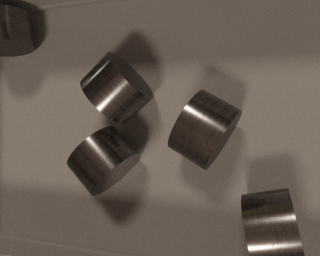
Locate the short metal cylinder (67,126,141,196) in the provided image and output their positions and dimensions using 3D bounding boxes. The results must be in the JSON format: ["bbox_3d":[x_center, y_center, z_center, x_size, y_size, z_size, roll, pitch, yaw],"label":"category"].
[{"bbox_3d":[-0.072,0.043,0.406,0.080,0.080,0.050,-46,76,14],"label":"short metal cylinder"}]

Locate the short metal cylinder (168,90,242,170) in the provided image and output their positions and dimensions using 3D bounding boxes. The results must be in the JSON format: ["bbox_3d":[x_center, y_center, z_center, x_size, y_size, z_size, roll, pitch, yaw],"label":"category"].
[{"bbox_3d":[0.053,0.002,0.362,0.050,0.080,0.080,32,100,17],"label":"short metal cylinder"}]

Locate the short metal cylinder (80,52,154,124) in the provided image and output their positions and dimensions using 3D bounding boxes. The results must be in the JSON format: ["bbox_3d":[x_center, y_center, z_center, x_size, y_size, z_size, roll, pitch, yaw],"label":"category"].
[{"bbox_3d":[-0.054,-0.051,0.399,0.050,0.080,0.080,-43,77,15],"label":"short metal cylinder"}]

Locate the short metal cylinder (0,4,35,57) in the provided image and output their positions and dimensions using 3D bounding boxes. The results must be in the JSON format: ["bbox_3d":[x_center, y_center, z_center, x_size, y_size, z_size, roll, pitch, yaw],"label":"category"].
[{"bbox_3d":[-0.233,-0.142,0.461,0.080,0.080,0.050,-8,88,19],"label":"short metal cylinder"}]

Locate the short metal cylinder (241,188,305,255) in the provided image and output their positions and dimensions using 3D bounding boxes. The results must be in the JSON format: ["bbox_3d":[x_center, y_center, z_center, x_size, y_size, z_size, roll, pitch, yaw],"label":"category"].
[{"bbox_3d":[0.123,0.109,0.338,0.050,0.080,0.080,-13,86,19],"label":"short metal cylinder"}]
